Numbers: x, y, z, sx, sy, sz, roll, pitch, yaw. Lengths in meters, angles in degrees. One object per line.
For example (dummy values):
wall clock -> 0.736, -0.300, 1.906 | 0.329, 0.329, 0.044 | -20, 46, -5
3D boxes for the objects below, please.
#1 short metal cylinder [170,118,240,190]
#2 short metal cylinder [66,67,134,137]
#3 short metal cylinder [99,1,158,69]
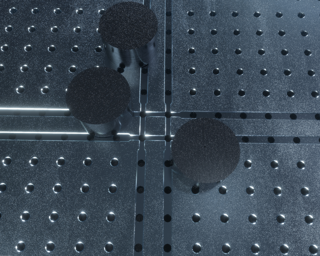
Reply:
short metal cylinder -> 0.054, 0.033, 0.387 | 0.081, 0.050, 0.080 | 0, 70, 0
short metal cylinder -> -0.077, -0.033, 0.410 | 0.081, 0.050, 0.080 | 0, 70, 0
short metal cylinder -> -0.043, -0.133, 0.446 | 0.081, 0.050, 0.080 | 0, 70, 0
